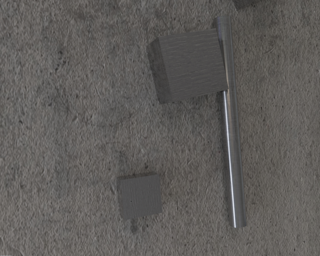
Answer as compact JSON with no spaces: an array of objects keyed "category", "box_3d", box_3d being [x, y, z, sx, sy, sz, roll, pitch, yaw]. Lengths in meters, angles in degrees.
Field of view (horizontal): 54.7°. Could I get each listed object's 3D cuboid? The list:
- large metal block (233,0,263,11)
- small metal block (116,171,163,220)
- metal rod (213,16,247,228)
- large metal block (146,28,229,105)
[{"category":"large metal block","box_3d":[0.141,-0.229,0.448,0.081,0.050,0.080,-27,99,-18]},{"category":"small metal block","box_3d":[-0.027,0.086,0.400,0.050,0.025,0.050,-6,92,-20]},{"category":"metal rod","box_3d":[0.101,-0.008,0.446,0.025,0.025,0.298,-6,92,-20]},{"category":"large metal block","box_3d":[0.035,-0.080,0.409,0.081,0.050,0.080,-15,95,-20]}]
